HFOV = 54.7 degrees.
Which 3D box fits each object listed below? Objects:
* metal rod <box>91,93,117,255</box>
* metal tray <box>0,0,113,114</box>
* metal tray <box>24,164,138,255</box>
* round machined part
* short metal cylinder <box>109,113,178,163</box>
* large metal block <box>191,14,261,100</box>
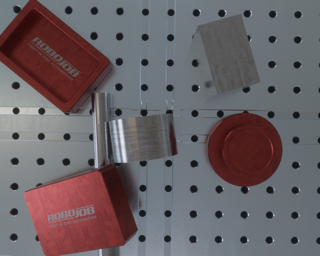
[{"bbox_3d":[-0.072,0.103,0.412,0.025,0.025,0.298,-2,90,0],"label":"metal rod"},{"bbox_3d":[-0.141,-0.092,0.409,0.130,0.030,0.090,39,90,0],"label":"metal tray"},{"bbox_3d":[-0.101,0.104,0.383,0.130,0.030,0.090,-19,90,25],"label":"metal tray"},{"bbox_3d":[0.112,0.029,0.406,0.099,0.042,0.097,0,90,0],"label":"round machined part"},{"bbox_3d":[-0.020,0.012,0.386,0.081,0.080,0.050,-7,90,0],"label":"short metal cylinder"},{"bbox_3d":[0.077,-0.083,0.387,0.050,0.080,0.080,-16,90,0],"label":"large metal block"}]
